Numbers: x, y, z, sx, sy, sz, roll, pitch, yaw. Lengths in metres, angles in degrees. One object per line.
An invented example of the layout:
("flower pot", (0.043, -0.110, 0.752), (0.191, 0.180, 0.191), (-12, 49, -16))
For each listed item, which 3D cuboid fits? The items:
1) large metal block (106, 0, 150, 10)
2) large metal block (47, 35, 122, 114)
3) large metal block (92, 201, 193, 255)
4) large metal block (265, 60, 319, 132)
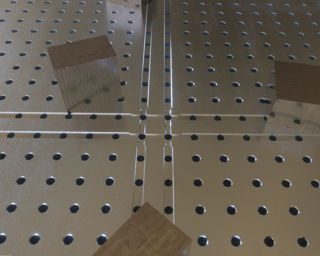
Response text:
("large metal block", (-0.060, -0.292, 0.636), (0.080, 0.050, 0.080), (17, 52, 13))
("large metal block", (-0.102, -0.074, 0.433), (0.081, 0.080, 0.050), (-17, 53, -14))
("large metal block", (-0.020, 0.124, 0.267), (0.050, 0.080, 0.080), (35, 58, 25))
("large metal block", (0.195, -0.045, 0.432), (0.080, 0.050, 0.080), (9, 51, 7))
